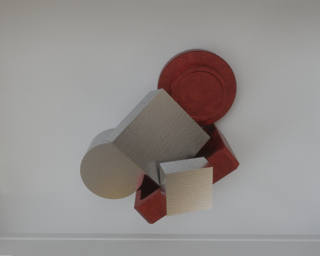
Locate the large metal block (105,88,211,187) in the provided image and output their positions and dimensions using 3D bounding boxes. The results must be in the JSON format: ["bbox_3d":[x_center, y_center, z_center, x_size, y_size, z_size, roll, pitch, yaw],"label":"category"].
[{"bbox_3d":[-0.003,0.012,0.363,0.080,0.050,0.080,45,79,-15],"label":"large metal block"}]

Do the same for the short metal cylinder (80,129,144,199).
[{"bbox_3d":[-0.060,0.047,0.412,0.081,0.050,0.079,0,110,-1],"label":"short metal cylinder"}]

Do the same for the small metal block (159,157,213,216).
[{"bbox_3d":[0.028,0.062,0.331,0.050,0.025,0.050,-7,110,-12],"label":"small metal block"}]

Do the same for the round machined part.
[{"bbox_3d":[0.046,-0.046,0.384,0.099,0.042,0.097,0,110,-1],"label":"round machined part"}]

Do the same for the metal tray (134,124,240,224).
[{"bbox_3d":[0.029,0.054,0.395,0.130,0.090,0.030,-36,106,11],"label":"metal tray"}]
